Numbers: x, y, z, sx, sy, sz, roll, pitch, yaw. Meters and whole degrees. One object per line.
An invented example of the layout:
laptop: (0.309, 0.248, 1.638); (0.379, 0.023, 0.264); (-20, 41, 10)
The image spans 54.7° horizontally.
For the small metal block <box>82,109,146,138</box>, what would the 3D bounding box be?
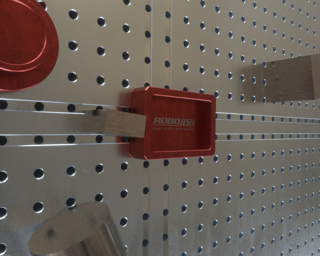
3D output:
small metal block: (-0.052, -0.004, 0.349); (0.050, 0.050, 0.025); (9, 85, -40)

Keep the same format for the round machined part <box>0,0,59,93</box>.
round machined part: (-0.139, -0.082, 0.281); (0.099, 0.042, 0.097); (0, 90, -40)

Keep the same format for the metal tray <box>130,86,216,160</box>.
metal tray: (0.022, -0.005, 0.424); (0.131, 0.030, 0.089); (1, 89, -40)

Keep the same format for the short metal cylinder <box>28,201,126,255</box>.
short metal cylinder: (-0.080, 0.117, 0.307); (0.081, 0.080, 0.050); (-30, 109, -36)

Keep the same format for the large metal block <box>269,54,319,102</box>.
large metal block: (0.263, -0.095, 0.594); (0.050, 0.080, 0.079); (-16, 101, -39)
